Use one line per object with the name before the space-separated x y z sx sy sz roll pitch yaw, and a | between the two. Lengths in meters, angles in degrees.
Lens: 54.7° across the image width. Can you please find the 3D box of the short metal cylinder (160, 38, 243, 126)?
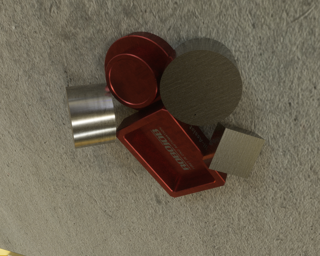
short metal cylinder | 0.043 -0.049 0.326 0.080 0.050 0.079 3 119 6

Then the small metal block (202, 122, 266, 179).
small metal block | 0.084 0.026 0.357 0.050 0.025 0.050 16 105 -14

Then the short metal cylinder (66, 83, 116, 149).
short metal cylinder | -0.091 -0.016 0.402 0.050 0.080 0.079 -9 124 -17

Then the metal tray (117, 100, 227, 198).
metal tray | 0.016 0.030 0.400 0.090 0.030 0.130 -24 115 36

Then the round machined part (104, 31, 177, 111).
round machined part | -0.026 -0.062 0.373 0.098 0.042 0.097 13 124 21
